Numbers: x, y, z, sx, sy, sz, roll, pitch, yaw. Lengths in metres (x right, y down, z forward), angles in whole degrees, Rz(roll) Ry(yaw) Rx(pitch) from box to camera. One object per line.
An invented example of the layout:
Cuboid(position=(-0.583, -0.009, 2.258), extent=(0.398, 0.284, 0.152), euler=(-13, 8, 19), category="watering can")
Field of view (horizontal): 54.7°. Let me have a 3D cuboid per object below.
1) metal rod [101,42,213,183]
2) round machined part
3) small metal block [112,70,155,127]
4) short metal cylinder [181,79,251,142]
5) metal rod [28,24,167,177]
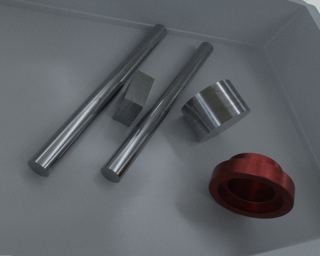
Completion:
Cuboid(position=(0.013, -0.042, 0.439), extent=(0.025, 0.025, 0.301), euler=(38, 51, -3), category="metal rod")
Cuboid(position=(0.113, 0.067, 0.381), extent=(0.098, 0.097, 0.042), euler=(31, 52, -9), category="round machined part")
Cuboid(position=(-0.034, -0.037, 0.395), extent=(0.025, 0.050, 0.050), euler=(27, 52, -12), category="small metal block")
Cuboid(position=(0.076, -0.023, 0.427), extent=(0.081, 0.080, 0.050), euler=(-21, 74, -36), category="short metal cylinder")
Cuboid(position=(-0.062, -0.058, 0.408), extent=(0.025, 0.025, 0.301), euler=(36, 51, -5), category="metal rod")
